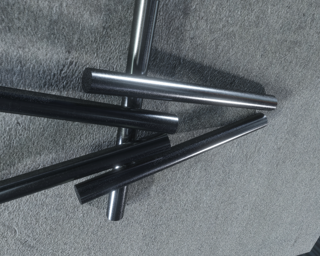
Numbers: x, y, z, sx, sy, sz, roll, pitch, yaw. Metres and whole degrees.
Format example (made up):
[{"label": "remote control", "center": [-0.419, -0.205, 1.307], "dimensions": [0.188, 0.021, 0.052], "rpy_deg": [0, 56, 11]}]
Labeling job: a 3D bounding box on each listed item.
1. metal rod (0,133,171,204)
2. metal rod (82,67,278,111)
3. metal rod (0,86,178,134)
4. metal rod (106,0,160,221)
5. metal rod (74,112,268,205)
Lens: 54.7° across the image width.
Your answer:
[{"label": "metal rod", "center": [-0.132, 0.058, 0.355], "dimensions": [0.302, 0.025, 0.025], "rpy_deg": [-17, 126, -13]}, {"label": "metal rod", "center": [0.050, -0.043, 0.390], "dimensions": [0.302, 0.025, 0.025], "rpy_deg": [2, 118, -37]}, {"label": "metal rod", "center": [-0.118, -0.023, 0.312], "dimensions": [0.302, 0.025, 0.025], "rpy_deg": [8, 115, -26]}, {"label": "metal rod", "center": [-0.039, -0.004, 0.386], "dimensions": [0.025, 0.025, 0.298], "rpy_deg": [-3, 120, -27]}, {"label": "metal rod", "center": [0.032, 0.033, 0.428], "dimensions": [0.302, 0.025, 0.025], "rpy_deg": [-19, 127, -25]}]
